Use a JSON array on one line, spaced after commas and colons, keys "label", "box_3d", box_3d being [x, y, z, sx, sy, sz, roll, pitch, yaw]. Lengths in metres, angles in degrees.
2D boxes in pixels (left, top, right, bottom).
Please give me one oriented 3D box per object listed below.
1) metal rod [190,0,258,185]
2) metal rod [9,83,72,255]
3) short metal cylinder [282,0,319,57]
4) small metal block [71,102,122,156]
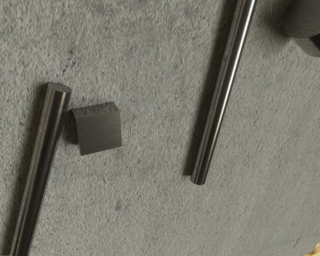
[{"label": "metal rod", "box_3d": [0.084, -0.048, 0.423, 0.025, 0.025, 0.298, -4, 120, -27]}, {"label": "metal rod", "box_3d": [-0.155, 0.088, 0.376, 0.025, 0.025, 0.298, 8, 115, -32]}, {"label": "short metal cylinder", "box_3d": [0.208, -0.139, 0.399, 0.050, 0.080, 0.080, 25, 105, -37]}, {"label": "small metal block", "box_3d": [-0.074, 0.001, 0.367, 0.050, 0.025, 0.050, -13, 124, -22]}]
